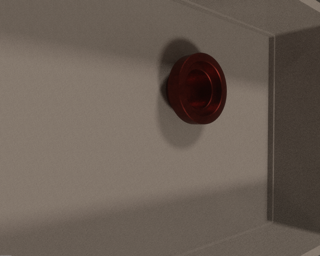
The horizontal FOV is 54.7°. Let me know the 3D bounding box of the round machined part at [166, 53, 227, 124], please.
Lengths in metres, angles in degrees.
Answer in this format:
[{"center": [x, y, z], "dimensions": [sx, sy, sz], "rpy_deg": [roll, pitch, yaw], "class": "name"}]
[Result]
[{"center": [0.047, -0.054, 0.437], "dimensions": [0.099, 0.042, 0.097], "rpy_deg": [0, 90, -40], "class": "round machined part"}]
